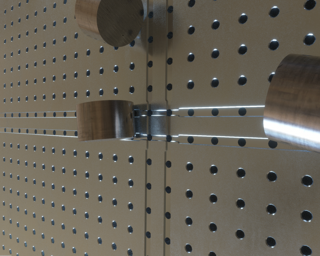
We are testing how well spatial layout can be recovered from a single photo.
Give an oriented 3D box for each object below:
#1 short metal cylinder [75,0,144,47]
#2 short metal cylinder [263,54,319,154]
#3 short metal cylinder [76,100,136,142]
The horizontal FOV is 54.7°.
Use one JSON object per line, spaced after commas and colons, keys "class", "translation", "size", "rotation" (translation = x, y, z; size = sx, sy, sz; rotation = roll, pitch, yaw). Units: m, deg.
{"class": "short metal cylinder", "translation": [-0.069, -0.159, 0.431], "size": [0.050, 0.081, 0.079], "rotation": [29, 108, 36]}
{"class": "short metal cylinder", "translation": [0.131, -0.021, 0.265], "size": [0.050, 0.081, 0.079], "rotation": [18, 102, 38]}
{"class": "short metal cylinder", "translation": [-0.075, -0.008, 0.436], "size": [0.080, 0.081, 0.050], "rotation": [-8, 85, 40]}
